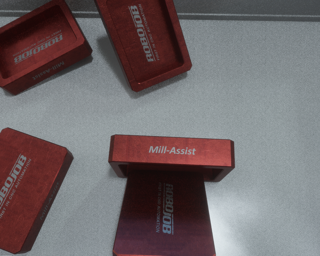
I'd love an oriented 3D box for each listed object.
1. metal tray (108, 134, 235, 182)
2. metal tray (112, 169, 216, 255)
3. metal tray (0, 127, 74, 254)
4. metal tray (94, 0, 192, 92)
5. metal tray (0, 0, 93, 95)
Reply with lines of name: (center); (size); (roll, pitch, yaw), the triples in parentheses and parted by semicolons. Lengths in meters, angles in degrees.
metal tray: (0.012, 0.038, 0.361); (0.131, 0.090, 0.030); (3, 70, 0)
metal tray: (0.005, 0.095, 0.330); (0.091, 0.030, 0.130); (2, 27, 1)
metal tray: (-0.176, 0.074, 0.378); (0.090, 0.030, 0.130); (19, 71, 6)
metal tray: (-0.019, -0.124, 0.409); (0.091, 0.030, 0.129); (-24, 115, -8)
metal tray: (-0.173, -0.116, 0.436); (0.130, 0.030, 0.090); (-29, 73, -2)
